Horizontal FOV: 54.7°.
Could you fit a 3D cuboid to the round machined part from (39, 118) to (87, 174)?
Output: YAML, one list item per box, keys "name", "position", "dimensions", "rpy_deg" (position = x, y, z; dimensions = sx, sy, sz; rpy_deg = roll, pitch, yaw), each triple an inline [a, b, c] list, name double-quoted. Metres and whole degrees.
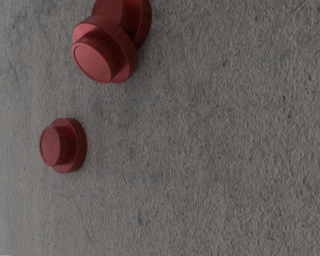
- name: "round machined part"
  position: [-0.174, 0.031, 0.538]
  dimensions: [0.098, 0.042, 0.097]
  rpy_deg: [0, 90, 40]

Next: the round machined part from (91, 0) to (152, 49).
- name: "round machined part"
  position: [-0.062, -0.157, 0.445]
  dimensions: [0.098, 0.042, 0.097]
  rpy_deg: [0, 90, 40]

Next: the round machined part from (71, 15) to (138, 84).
- name: "round machined part"
  position: [-0.082, -0.100, 0.427]
  dimensions: [0.098, 0.042, 0.097]
  rpy_deg: [25, 147, 18]
